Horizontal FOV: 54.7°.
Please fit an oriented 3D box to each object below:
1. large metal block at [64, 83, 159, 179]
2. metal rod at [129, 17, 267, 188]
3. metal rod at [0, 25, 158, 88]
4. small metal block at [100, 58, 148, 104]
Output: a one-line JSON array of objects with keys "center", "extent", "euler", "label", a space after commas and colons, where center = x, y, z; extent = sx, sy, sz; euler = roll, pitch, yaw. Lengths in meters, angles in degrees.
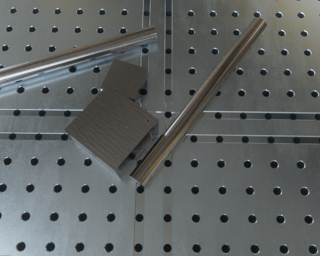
[{"center": [-0.058, 0.005, 0.396], "extent": [0.080, 0.050, 0.080], "euler": [37, 74, 12], "label": "large metal block"}, {"center": [0.061, -0.045, 0.428], "extent": [0.025, 0.025, 0.300], "euler": [35, 73, 11], "label": "metal rod"}, {"center": [-0.150, -0.094, 0.444], "extent": [0.302, 0.025, 0.025], "euler": [-18, 71, -7], "label": "metal rod"}, {"center": [-0.049, -0.063, 0.434], "extent": [0.050, 0.025, 0.050], "euler": [18, 71, 6], "label": "small metal block"}]
